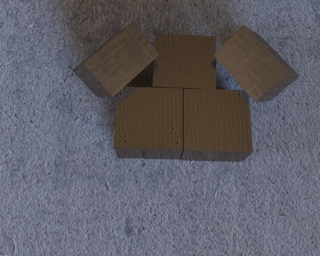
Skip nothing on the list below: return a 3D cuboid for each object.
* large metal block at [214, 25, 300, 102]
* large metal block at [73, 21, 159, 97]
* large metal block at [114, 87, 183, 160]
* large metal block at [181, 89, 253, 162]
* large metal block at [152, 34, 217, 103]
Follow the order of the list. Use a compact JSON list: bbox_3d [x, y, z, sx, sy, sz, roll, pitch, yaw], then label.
[{"bbox_3d":[0.128,-0.081,0.405,0.050,0.080,0.080,-45,72,27],"label":"large metal block"},{"bbox_3d":[-0.060,-0.085,0.403,0.080,0.080,0.050,-45,111,-15],"label":"large metal block"},{"bbox_3d":[-0.013,-0.005,0.397,0.081,0.050,0.080,1,70,0],"label":"large metal block"},{"bbox_3d":[0.069,-0.002,0.396,0.081,0.050,0.080,1,70,0],"label":"large metal block"},{"bbox_3d":[0.033,-0.079,0.426,0.081,0.050,0.080,3,70,0],"label":"large metal block"}]
